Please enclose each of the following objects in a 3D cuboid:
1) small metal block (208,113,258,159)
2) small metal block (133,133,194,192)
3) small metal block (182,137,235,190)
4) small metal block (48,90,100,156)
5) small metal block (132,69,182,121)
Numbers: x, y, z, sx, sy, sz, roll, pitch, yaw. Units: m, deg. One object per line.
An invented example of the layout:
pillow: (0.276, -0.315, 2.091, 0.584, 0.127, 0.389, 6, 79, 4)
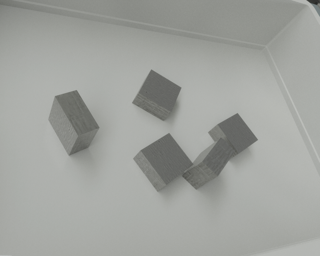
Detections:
small metal block: (0.108, 0.012, 0.456, 0.050, 0.025, 0.050, -26, 76, -37)
small metal block: (0.004, 0.041, 0.382, 0.050, 0.025, 0.050, -30, 79, -38)
small metal block: (0.062, 0.046, 0.395, 0.025, 0.050, 0.050, 44, 51, 2)
small metal block: (-0.096, -0.005, 0.341, 0.025, 0.050, 0.050, -24, 75, -36)
small metal block: (-0.004, -0.046, 0.431, 0.050, 0.025, 0.050, 30, 52, -9)
